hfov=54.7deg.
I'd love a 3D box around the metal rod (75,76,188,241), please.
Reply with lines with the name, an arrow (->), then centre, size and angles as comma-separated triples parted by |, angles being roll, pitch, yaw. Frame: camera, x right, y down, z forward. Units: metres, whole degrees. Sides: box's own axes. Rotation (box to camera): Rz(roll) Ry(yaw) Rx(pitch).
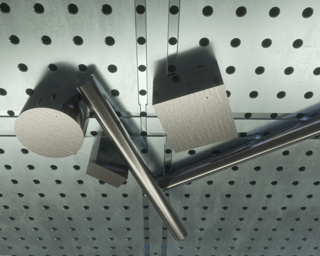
metal rod -> -0.028, 0.060, 0.438 | 0.025, 0.025, 0.299 | -19, 121, 15

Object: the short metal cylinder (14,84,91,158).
short metal cylinder -> -0.131, -0.008, 0.387 | 0.081, 0.050, 0.079 | 0, 130, 0

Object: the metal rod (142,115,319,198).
metal rod -> 0.107, 0.042, 0.448 | 0.300, 0.025, 0.025 | -24, 126, 19

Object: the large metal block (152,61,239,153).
large metal block -> 0.043, -0.023, 0.376 | 0.080, 0.050, 0.080 | -16, 129, 13

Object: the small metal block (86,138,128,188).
small metal block -> -0.072, 0.049, 0.436 | 0.050, 0.050, 0.025 | 30, 124, -23
